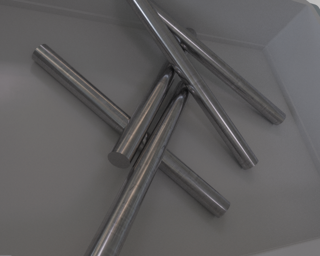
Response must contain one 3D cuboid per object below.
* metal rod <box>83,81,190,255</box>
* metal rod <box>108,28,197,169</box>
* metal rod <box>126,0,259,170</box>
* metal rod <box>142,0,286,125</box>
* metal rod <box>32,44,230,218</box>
[{"bbox_3d":[-0.008,0.027,0.344,0.025,0.025,0.301,34,40,-6],"label":"metal rod"},{"bbox_3d":[0.004,-0.063,0.425,0.025,0.025,0.301,33,45,-7],"label":"metal rod"},{"bbox_3d":[0.043,-0.068,0.428,0.025,0.025,0.299,-41,98,-39],"label":"metal rod"},{"bbox_3d":[0.086,-0.099,0.480,0.301,0.025,0.025,36,51,-17],"label":"metal rod"},{"bbox_3d":[-0.035,0.004,0.384,0.300,0.025,0.025,41,51,-1],"label":"metal rod"}]
